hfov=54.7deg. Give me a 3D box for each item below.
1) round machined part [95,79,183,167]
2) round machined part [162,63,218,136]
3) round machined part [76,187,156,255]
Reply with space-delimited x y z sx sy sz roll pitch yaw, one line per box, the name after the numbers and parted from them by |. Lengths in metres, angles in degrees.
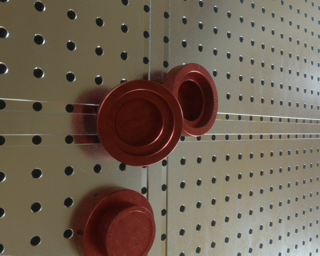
-0.026 -0.007 0.363 0.099 0.042 0.097 -2 97 -18 | round machined part
0.034 -0.037 0.425 0.099 0.042 0.097 2 88 -45 | round machined part
-0.044 0.121 0.363 0.099 0.042 0.097 0 90 -40 | round machined part
